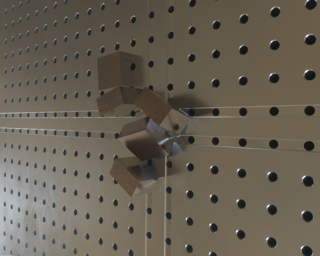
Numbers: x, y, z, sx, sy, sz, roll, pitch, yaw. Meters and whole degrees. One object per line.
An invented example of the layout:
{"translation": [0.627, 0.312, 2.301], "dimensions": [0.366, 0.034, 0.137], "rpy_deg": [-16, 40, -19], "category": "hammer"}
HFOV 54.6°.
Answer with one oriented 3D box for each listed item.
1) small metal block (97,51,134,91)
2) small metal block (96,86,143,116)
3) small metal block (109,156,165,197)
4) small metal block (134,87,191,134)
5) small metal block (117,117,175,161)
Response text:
{"translation": [-0.067, -0.084, 0.467], "dimensions": [0.050, 0.025, 0.050], "rpy_deg": [-6, 86, 40], "category": "small metal block"}
{"translation": [-0.052, -0.036, 0.438], "dimensions": [0.050, 0.050, 0.025], "rpy_deg": [-21, 77, 38], "category": "small metal block"}
{"translation": [-0.031, 0.064, 0.420], "dimensions": [0.050, 0.050, 0.025], "rpy_deg": [39, 114, 33], "category": "small metal block"}
{"translation": [0.003, -0.021, 0.388], "dimensions": [0.050, 0.050, 0.025], "rpy_deg": [42, 101, 32], "category": "small metal block"}
{"translation": [-0.018, 0.015, 0.407], "dimensions": [0.050, 0.050, 0.025], "rpy_deg": [-17, 38, 39], "category": "small metal block"}
